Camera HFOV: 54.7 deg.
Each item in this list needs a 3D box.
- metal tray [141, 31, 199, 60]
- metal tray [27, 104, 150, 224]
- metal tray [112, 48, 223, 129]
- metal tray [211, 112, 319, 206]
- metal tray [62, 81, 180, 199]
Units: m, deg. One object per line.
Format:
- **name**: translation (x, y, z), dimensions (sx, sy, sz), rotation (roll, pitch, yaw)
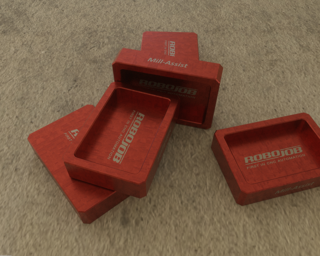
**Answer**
- **metal tray**: translation (0.015, -0.102, 0.486), dimensions (0.091, 0.030, 0.130), rotation (2, 50, 1)
- **metal tray**: translation (-0.085, 0.036, 0.369), dimensions (0.091, 0.030, 0.130), rotation (-32, 57, -24)
- **metal tray**: translation (0.009, -0.049, 0.402), dimensions (0.131, 0.089, 0.030), rotation (11, 51, 9)
- **metal tray**: translation (0.139, 0.033, 0.373), dimensions (0.131, 0.030, 0.090), rotation (-11, 51, -10)
- **metal tray**: translation (-0.038, 0.007, 0.354), dimensions (0.090, 0.030, 0.130), rotation (15, 51, 11)
